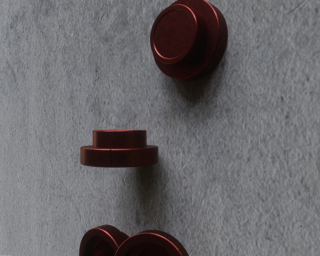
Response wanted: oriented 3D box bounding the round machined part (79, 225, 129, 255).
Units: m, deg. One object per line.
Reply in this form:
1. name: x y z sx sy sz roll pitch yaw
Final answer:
1. round machined part: -0.070 0.190 0.449 0.098 0.042 0.097 0 90 39

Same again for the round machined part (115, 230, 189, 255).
1. round machined part: -0.006 0.176 0.384 0.098 0.042 0.097 -3 81 19

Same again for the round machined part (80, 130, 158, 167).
1. round machined part: -0.051 0.023 0.398 0.098 0.099 0.042 0 90 39

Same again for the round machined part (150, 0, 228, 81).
1. round machined part: 0.027 -0.107 0.370 0.098 0.042 0.097 0 90 39
